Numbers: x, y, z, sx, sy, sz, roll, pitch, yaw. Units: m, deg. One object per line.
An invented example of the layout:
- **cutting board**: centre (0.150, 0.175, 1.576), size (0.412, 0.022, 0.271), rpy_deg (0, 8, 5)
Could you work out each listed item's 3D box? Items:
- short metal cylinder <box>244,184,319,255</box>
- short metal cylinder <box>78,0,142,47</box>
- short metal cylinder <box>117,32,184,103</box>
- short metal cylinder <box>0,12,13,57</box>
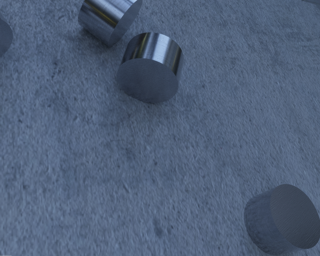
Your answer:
- **short metal cylinder**: centre (0.158, 0.119, 0.403), size (0.081, 0.050, 0.080), rpy_deg (14, 56, -21)
- **short metal cylinder**: centre (-0.068, -0.161, 0.431), size (0.050, 0.080, 0.080), rpy_deg (37, 51, -4)
- **short metal cylinder**: centre (-0.012, -0.078, 0.412), size (0.080, 0.080, 0.050), rpy_deg (23, 53, -15)
- **short metal cylinder**: centre (-0.206, -0.106, 0.323), size (0.081, 0.080, 0.050), rpy_deg (-26, 76, -37)
